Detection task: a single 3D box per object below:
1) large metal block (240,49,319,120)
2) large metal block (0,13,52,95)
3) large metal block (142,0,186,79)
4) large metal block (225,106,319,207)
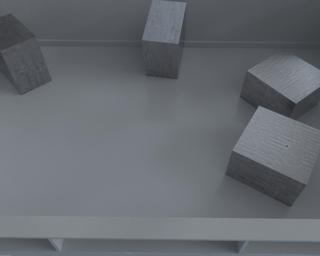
[{"bbox_3d":[0.175,-0.057,0.438,0.081,0.050,0.080,-31,57,-23],"label":"large metal block"},{"bbox_3d":[-0.214,-0.109,0.460,0.050,0.080,0.080,-34,58,-25],"label":"large metal block"},{"bbox_3d":[0.009,-0.133,0.471,0.050,0.080,0.080,8,63,6],"label":"large metal block"},{"bbox_3d":[0.134,0.031,0.364,0.080,0.050,0.080,26,55,20],"label":"large metal block"}]
